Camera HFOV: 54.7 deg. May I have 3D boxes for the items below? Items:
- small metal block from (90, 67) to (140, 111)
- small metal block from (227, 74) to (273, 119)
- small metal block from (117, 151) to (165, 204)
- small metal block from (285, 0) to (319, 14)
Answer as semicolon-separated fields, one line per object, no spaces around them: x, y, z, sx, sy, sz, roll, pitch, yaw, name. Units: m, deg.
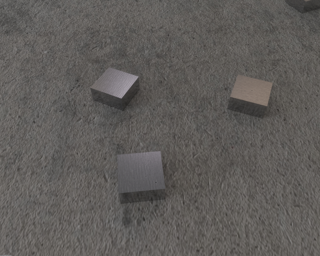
-0.064;-0.058;0.451;0.050;0.025;0.050;20;53;16;small metal block
0.129;-0.046;0.442;0.050;0.025;0.050;17;52;13;small metal block
-0.022;0.056;0.356;0.050;0.025;0.050;-5;50;-4;small metal block
0.292;-0.259;0.623;0.050;0.025;0.050;-19;53;-16;small metal block
